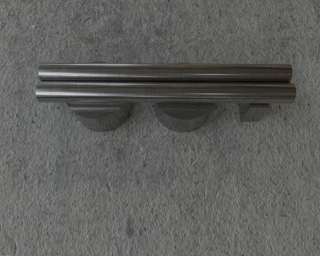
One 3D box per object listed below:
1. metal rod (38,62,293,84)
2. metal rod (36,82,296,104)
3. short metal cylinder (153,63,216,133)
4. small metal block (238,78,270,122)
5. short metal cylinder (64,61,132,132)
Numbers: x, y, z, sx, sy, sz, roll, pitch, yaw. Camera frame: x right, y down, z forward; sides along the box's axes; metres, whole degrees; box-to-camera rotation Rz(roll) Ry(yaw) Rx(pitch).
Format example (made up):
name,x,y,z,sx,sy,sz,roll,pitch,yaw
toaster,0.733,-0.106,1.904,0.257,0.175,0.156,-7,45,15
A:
name,x,y,z,sx,sy,sz,roll,pitch,yaw
metal rod,0.007,-0.067,0.380,0.302,0.025,0.025,0,70,0
metal rod,0.007,-0.042,0.371,0.302,0.025,0.025,0,70,0
short metal cylinder,0.031,-0.039,0.411,0.081,0.050,0.080,0,70,0
small metal block,0.122,-0.040,0.413,0.025,0.050,0.050,-1,70,-1
short metal cylinder,-0.079,-0.040,0.409,0.081,0.050,0.080,0,70,0
